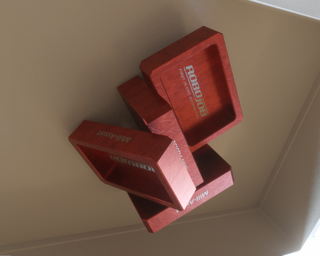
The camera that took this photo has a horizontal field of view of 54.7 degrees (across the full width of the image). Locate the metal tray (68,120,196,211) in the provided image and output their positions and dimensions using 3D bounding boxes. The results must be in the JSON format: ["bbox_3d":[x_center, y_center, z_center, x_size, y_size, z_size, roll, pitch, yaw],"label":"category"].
[{"bbox_3d":[-0.033,0.040,0.349,0.030,0.130,0.090,-54,136,-30],"label":"metal tray"}]

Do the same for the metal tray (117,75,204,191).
[{"bbox_3d":[0.002,0.010,0.372,0.030,0.090,0.130,-32,129,-8],"label":"metal tray"}]

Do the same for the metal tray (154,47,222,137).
[{"bbox_3d":[0.050,-0.041,0.409,0.090,0.030,0.129,-29,128,-8],"label":"metal tray"}]

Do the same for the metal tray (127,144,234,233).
[{"bbox_3d":[0.021,0.071,0.422,0.131,0.090,0.030,-29,129,-11],"label":"metal tray"}]

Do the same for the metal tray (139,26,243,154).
[{"bbox_3d":[0.042,-0.040,0.364,0.090,0.030,0.130,-32,128,-8],"label":"metal tray"}]
